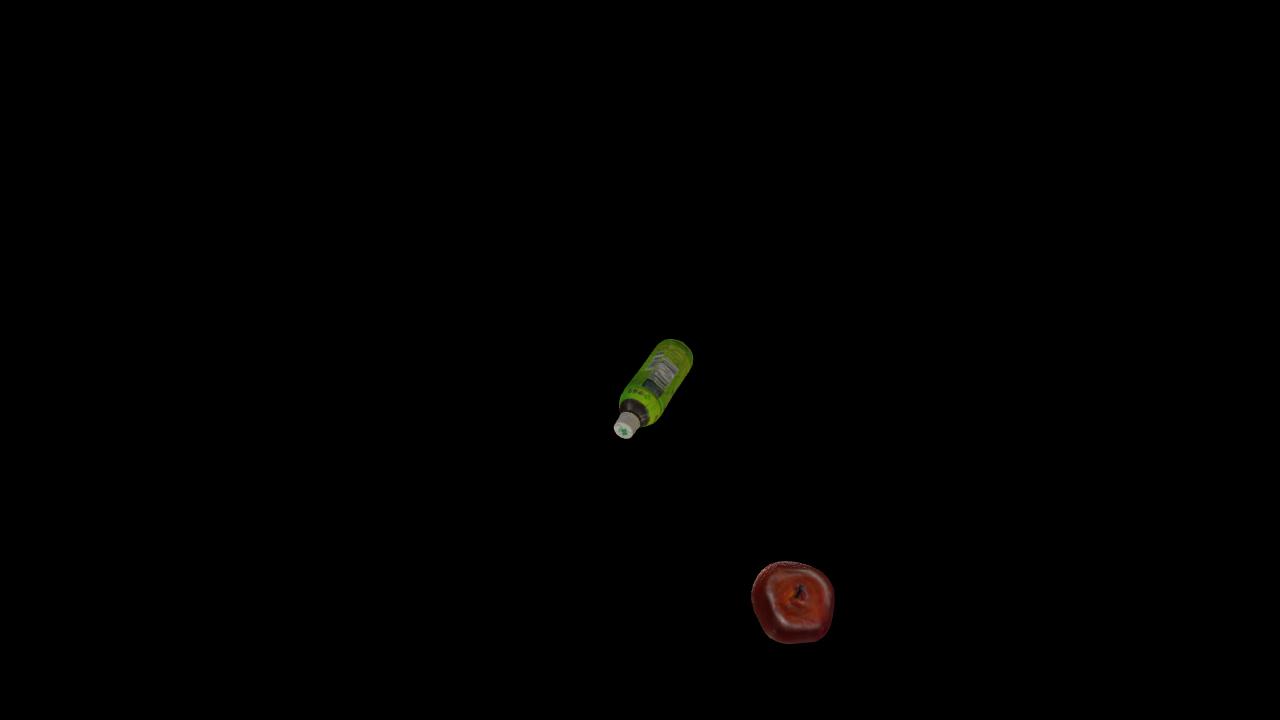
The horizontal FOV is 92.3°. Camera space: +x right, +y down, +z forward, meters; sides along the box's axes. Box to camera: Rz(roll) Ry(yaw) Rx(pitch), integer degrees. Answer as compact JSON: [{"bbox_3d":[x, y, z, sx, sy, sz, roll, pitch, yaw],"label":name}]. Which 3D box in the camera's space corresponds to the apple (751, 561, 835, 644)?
[{"bbox_3d":[0.146,0.231,0.589,0.079,0.079,0.093,0,-31,1],"label":"apple"}]

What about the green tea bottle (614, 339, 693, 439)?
[{"bbox_3d":[0.017,0.045,0.947,0.073,0.073,0.212,0,29,28],"label":"green tea bottle"}]
